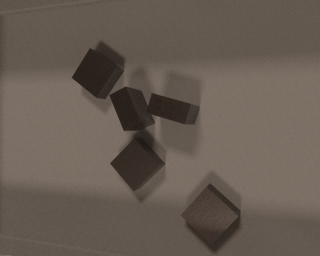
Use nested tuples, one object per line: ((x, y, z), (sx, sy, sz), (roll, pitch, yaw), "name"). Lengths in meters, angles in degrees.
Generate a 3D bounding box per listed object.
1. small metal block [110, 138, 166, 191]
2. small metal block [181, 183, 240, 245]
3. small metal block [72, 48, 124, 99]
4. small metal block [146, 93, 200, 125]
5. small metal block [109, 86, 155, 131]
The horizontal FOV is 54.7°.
((-0.030, 0.049, 0.420), (0.050, 0.025, 0.050), (-46, 76, 14), "small metal block")
((0.064, 0.107, 0.388), (0.050, 0.025, 0.050), (42, 103, 15), "small metal block")
((-0.088, -0.076, 0.440), (0.050, 0.025, 0.050), (39, 102, 15), "small metal block")
((0.018, -0.023, 0.390), (0.050, 0.050, 0.025), (17, 96, 19), "small metal block")
((-0.035, -0.024, 0.409), (0.025, 0.050, 0.050), (-25, 82, 18), "small metal block")
